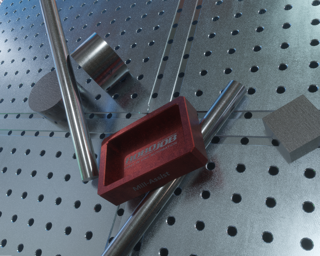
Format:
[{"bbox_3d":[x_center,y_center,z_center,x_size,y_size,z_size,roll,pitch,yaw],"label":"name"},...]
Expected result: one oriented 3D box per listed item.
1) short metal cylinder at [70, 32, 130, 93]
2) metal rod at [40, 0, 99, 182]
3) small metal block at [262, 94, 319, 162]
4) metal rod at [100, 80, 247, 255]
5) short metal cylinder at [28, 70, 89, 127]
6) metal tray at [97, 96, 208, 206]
[{"bbox_3d":[-0.092,-0.101,0.481,0.050,0.080,0.080,-43,51,-2],"label":"short metal cylinder"},{"bbox_3d":[-0.137,-0.068,0.457,0.025,0.025,0.299,-22,73,14],"label":"metal rod"},{"bbox_3d":[0.147,0.000,0.331,0.050,0.025,0.050,-32,52,7],"label":"small metal block"},{"bbox_3d":[0.008,0.066,0.362,0.025,0.025,0.300,30,78,37],"label":"metal rod"},{"bbox_3d":[-0.164,-0.048,0.506,0.080,0.050,0.080,-13,56,21],"label":"short metal cylinder"},{"bbox_3d":[-0.013,0.027,0.370,0.130,0.030,0.090,-28,41,21],"label":"metal tray"}]
